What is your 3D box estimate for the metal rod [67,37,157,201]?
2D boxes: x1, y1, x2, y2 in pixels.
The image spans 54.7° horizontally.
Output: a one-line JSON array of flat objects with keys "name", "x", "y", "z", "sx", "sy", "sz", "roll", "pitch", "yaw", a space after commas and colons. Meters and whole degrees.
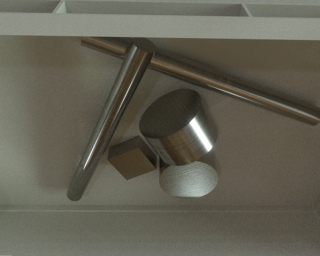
[{"name": "metal rod", "x": -0.076, "y": 0.013, "z": 0.400, "sx": 0.025, "sy": 0.025, "sz": 0.298, "roll": 19, "pitch": 133, "yaw": -16}]

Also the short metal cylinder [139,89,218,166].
[{"name": "short metal cylinder", "x": 0.023, "y": -0.002, "z": 0.372, "sx": 0.080, "sy": 0.080, "sz": 0.050, "roll": -22, "pitch": 127, "yaw": 17}]

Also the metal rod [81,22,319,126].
[{"name": "metal rod", "x": 0.061, "y": -0.057, "z": 0.361, "sx": 0.302, "sy": 0.025, "sz": 0.025, "roll": 17, "pitch": 128, "yaw": -15}]

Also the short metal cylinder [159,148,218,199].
[{"name": "short metal cylinder", "x": 0.039, "y": 0.056, "z": 0.441, "sx": 0.081, "sy": 0.050, "sz": 0.079, "roll": 0, "pitch": 130, "yaw": 0}]

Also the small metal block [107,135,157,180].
[{"name": "small metal block", "x": -0.039, "y": 0.044, "z": 0.446, "sx": 0.050, "sy": 0.025, "sz": 0.050, "roll": -23, "pitch": 127, "yaw": 18}]
